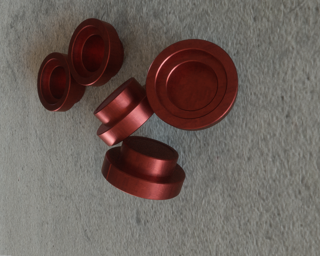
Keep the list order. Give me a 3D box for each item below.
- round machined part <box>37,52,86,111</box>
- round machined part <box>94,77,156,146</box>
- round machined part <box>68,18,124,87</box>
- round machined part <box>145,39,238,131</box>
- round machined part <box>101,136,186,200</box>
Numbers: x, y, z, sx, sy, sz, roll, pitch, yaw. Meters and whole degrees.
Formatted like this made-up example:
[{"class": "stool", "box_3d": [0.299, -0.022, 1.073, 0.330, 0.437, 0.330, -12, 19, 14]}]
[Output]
[{"class": "round machined part", "box_3d": [-0.163, -0.076, 0.526, 0.098, 0.042, 0.097, 0, 90, 39]}, {"class": "round machined part", "box_3d": [-0.045, -0.026, 0.390, 0.098, 0.098, 0.042, -31, 110, 35]}, {"class": "round machined part", "box_3d": [-0.092, -0.111, 0.468, 0.098, 0.042, 0.097, 0, 90, 39]}, {"class": "round machined part", "box_3d": [0.037, -0.045, 0.346, 0.098, 0.042, 0.097, -2, 83, 14]}, {"class": "round machined part", "box_3d": [-0.016, 0.041, 0.369, 0.098, 0.099, 0.042, 28, 108, 36]}]
